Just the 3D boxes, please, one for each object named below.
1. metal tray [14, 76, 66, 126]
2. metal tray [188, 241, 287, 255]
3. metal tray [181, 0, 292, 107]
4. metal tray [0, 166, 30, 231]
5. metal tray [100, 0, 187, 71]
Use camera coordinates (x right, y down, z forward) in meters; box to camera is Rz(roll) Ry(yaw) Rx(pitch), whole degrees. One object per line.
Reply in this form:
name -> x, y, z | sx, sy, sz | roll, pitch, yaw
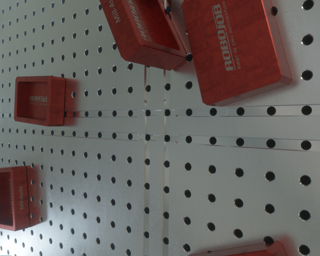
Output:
metal tray -> -0.234, -0.053, 0.594 | 0.130, 0.030, 0.089 | 7, 94, 39
metal tray -> 0.082, 0.182, 0.337 | 0.130, 0.030, 0.090 | -27, 73, 36
metal tray -> 0.079, -0.097, 0.339 | 0.090, 0.030, 0.129 | -18, 79, 38
metal tray -> -0.320, 0.149, 0.665 | 0.090, 0.030, 0.129 | -8, 85, 39
metal tray -> -0.025, -0.139, 0.385 | 0.030, 0.091, 0.130 | -34, 69, 35
